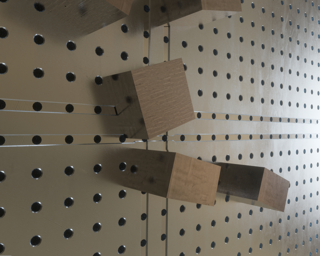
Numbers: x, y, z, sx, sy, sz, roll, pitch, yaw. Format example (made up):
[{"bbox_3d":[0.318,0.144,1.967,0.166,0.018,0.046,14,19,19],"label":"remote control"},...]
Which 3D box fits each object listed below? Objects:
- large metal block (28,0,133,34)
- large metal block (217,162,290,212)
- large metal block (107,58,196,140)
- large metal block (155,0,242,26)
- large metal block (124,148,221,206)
[{"bbox_3d":[-0.080,-0.144,0.308,0.080,0.080,0.050,22,76,-38],"label":"large metal block"},{"bbox_3d":[0.149,0.095,0.501,0.080,0.080,0.050,28,73,-37],"label":"large metal block"},{"bbox_3d":[-0.009,-0.037,0.387,0.081,0.050,0.080,-24,105,-38],"label":"large metal block"},{"bbox_3d":[0.050,-0.172,0.417,0.081,0.080,0.050,-16,100,-39],"label":"large metal block"},{"bbox_3d":[0.016,0.061,0.389,0.080,0.080,0.050,20,77,-39],"label":"large metal block"}]
